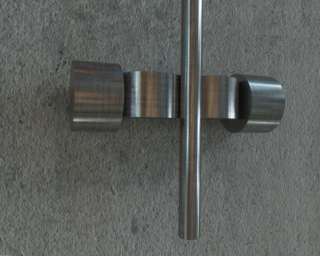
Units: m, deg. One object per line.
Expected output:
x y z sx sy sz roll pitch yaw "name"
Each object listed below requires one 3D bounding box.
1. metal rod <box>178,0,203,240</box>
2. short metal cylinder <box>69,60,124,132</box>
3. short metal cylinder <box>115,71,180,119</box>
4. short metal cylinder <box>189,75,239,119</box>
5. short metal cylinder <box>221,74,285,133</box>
0.036 -0.024 0.358 0.025 0.025 0.298 1 90 -20 "metal rod"
-0.075 -0.035 0.354 0.050 0.080 0.080 1 90 -20 "short metal cylinder"
-0.014 -0.037 0.376 0.081 0.080 0.050 1 90 -20 "short metal cylinder"
0.062 -0.037 0.403 0.081 0.080 0.050 1 90 -20 "short metal cylinder"
0.123 -0.033 0.427 0.050 0.080 0.080 1 90 -20 "short metal cylinder"
